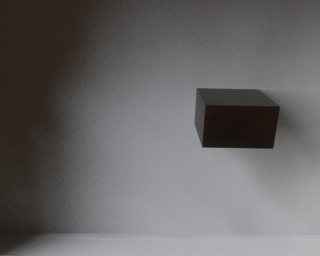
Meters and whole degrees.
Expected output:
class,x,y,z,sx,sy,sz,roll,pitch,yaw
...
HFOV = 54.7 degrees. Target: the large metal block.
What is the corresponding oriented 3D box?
class,x,y,z,sx,sy,sz,roll,pitch,yaw
large metal block,0.088,-0.014,0.378,0.081,0.080,0.050,1,110,-1
